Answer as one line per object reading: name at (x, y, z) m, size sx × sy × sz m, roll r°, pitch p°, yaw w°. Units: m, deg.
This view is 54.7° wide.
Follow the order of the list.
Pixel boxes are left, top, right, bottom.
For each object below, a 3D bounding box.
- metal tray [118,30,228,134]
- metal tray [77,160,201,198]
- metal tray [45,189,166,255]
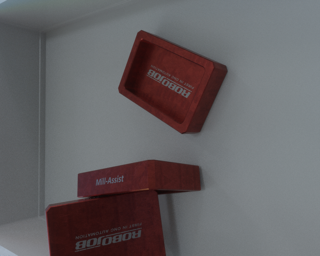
metal tray at (0.010, -0.060, 0.393) m, size 0.130 × 0.030 × 0.089 m, roll 34°, pitch 111°, yaw 34°
metal tray at (-0.028, 0.067, 0.382) m, size 0.130 × 0.091 × 0.030 m, roll -15°, pitch 70°, yaw 38°
metal tray at (-0.063, 0.127, 0.368) m, size 0.030 × 0.131 × 0.089 m, roll 157°, pitch 106°, yaw -66°
